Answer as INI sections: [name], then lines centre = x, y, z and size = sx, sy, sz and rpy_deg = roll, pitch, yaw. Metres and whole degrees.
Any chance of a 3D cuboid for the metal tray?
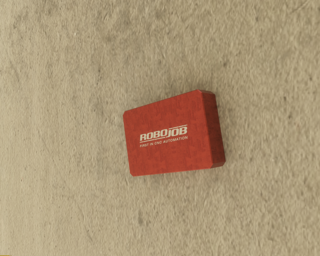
[metal tray]
centre = 0.012, 0.011, 0.393
size = 0.130, 0.030, 0.090
rpy_deg = -13, 82, 39
